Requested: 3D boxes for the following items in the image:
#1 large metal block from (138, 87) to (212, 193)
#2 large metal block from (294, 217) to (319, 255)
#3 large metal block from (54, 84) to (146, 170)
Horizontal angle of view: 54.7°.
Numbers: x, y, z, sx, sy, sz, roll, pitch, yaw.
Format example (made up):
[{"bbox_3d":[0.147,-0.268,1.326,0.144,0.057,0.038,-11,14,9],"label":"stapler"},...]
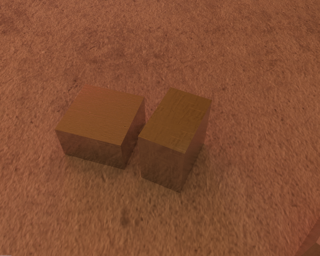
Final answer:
[{"bbox_3d":[0.018,0.014,0.356,0.050,0.080,0.080,20,53,16],"label":"large metal block"},{"bbox_3d":[0.168,0.106,0.281,0.050,0.080,0.080,36,59,26],"label":"large metal block"},{"bbox_3d":[-0.070,-0.003,0.389,0.080,0.050,0.080,13,51,10],"label":"large metal block"}]
